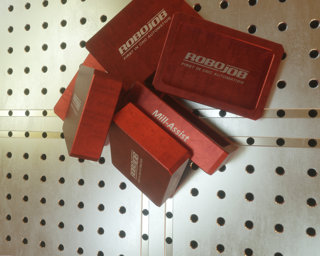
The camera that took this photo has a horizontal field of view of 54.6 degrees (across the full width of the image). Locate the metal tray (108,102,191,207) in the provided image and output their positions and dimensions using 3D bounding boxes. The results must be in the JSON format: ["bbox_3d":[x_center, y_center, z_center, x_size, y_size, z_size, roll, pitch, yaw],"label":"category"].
[{"bbox_3d":[-0.018,0.037,0.368,0.090,0.129,0.030,40,64,15],"label":"metal tray"}]

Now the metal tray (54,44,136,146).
[{"bbox_3d":[-0.081,-0.048,0.439,0.090,0.030,0.130,40,103,14],"label":"metal tray"}]

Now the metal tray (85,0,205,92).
[{"bbox_3d":[-0.017,-0.114,0.397,0.130,0.030,0.090,-42,80,0],"label":"metal tray"}]

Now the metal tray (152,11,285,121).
[{"bbox_3d":[0.065,-0.070,0.361,0.131,0.030,0.090,17,96,-4],"label":"metal tray"}]

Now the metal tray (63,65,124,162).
[{"bbox_3d":[-0.084,-0.024,0.362,0.030,0.130,0.090,16,97,-23],"label":"metal tray"}]

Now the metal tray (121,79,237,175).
[{"bbox_3d":[0.026,-0.003,0.368,0.130,0.090,0.030,40,103,15],"label":"metal tray"}]
